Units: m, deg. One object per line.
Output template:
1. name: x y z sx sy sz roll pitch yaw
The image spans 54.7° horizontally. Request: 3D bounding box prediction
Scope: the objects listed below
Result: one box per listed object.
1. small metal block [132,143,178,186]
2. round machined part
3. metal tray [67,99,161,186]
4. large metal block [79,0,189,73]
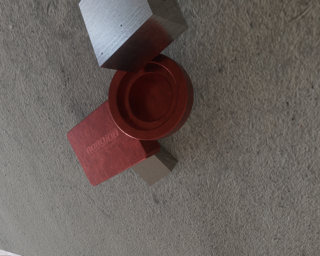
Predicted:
1. small metal block: -0.012 0.048 0.441 0.050 0.025 0.050 45 129 -4
2. round machined part: -0.007 -0.035 0.359 0.098 0.042 0.097 -1 89 25
3. metal tray: -0.069 0.019 0.432 0.130 0.030 0.090 -31 84 39
4. large metal block: -0.029 -0.114 0.312 0.080 0.050 0.080 -33 69 37
